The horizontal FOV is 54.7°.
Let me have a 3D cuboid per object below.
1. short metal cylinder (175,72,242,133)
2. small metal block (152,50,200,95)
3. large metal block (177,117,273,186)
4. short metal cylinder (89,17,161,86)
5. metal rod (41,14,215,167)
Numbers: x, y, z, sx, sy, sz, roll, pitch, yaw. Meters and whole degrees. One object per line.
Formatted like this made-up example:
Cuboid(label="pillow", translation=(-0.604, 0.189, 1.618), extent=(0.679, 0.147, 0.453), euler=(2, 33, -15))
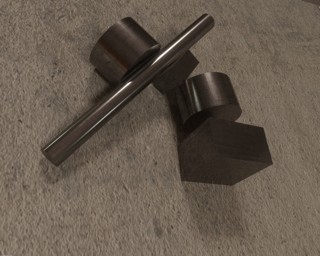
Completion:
Cuboid(label="short metal cylinder", translation=(0.065, -0.033, 0.425), extent=(0.081, 0.080, 0.050), euler=(1, 62, -28))
Cuboid(label="small metal block", translation=(0.023, -0.081, 0.448), extent=(0.025, 0.050, 0.050), euler=(48, 49, -14))
Cuboid(label="large metal block", translation=(0.078, 0.033, 0.392), extent=(0.081, 0.080, 0.050), euler=(10, 58, -24))
Cuboid(label="short metal cylinder", translation=(-0.045, -0.096, 0.404), extent=(0.050, 0.080, 0.080), euler=(44, 51, 2))
Cuboid(label="metal rod", translation=(-0.022, -0.064, 0.393), extent=(0.025, 0.025, 0.301), euler=(44, 62, 1))
